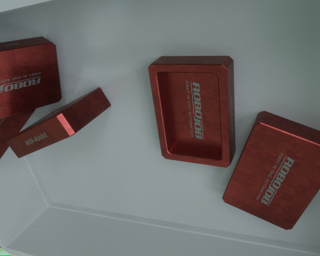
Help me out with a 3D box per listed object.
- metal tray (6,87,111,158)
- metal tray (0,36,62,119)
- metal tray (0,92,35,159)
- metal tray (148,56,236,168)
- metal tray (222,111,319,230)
[{"bbox_3d":[-0.142,-0.007,0.434,0.130,0.090,0.030,-19,108,35],"label":"metal tray"},{"bbox_3d":[-0.200,-0.063,0.404,0.030,0.131,0.089,34,133,37],"label":"metal tray"},{"bbox_3d":[-0.252,-0.008,0.455,0.030,0.090,0.130,44,101,27],"label":"metal tray"},{"bbox_3d":[0.041,-0.019,0.371,0.090,0.030,0.129,6,121,25],"label":"metal tray"},{"bbox_3d":[0.137,0.053,0.366,0.090,0.030,0.129,22,127,14],"label":"metal tray"}]
